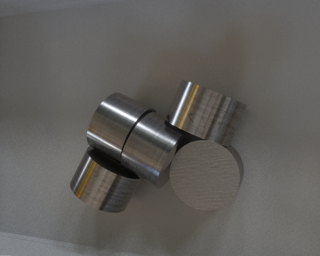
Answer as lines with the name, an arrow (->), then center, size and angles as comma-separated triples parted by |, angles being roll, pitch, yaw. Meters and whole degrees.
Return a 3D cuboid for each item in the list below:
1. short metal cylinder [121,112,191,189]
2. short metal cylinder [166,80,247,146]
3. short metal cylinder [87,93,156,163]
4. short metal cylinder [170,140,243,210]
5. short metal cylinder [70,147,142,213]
short metal cylinder -> -0.003, 0.027, 0.381 | 0.050, 0.080, 0.080 | 28, 99, 17
short metal cylinder -> 0.053, -0.018, 0.360 | 0.080, 0.080, 0.050 | 24, 98, 18
short metal cylinder -> -0.047, 0.001, 0.395 | 0.050, 0.080, 0.080 | 27, 99, 17
short metal cylinder -> 0.058, 0.053, 0.374 | 0.080, 0.050, 0.079 | 0, 90, 19
short metal cylinder -> -0.068, 0.065, 0.402 | 0.080, 0.080, 0.050 | 31, 100, 17
